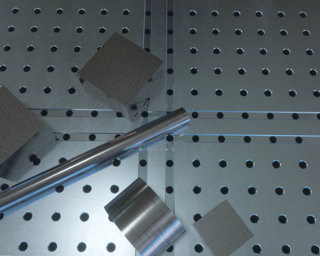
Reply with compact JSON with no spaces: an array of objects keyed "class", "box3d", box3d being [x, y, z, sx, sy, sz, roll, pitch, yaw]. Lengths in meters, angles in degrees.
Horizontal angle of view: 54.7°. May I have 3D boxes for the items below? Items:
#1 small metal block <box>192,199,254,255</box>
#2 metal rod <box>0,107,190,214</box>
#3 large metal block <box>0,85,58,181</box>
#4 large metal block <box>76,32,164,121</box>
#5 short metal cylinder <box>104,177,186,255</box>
[{"class":"small metal block","box3d":[0.073,0.122,0.368,0.050,0.025,0.050,-33,74,-12]},{"class":"metal rod","box3d":[-0.100,0.047,0.393,0.302,0.025,0.025,-25,72,-9]},{"class":"large metal block","box3d":[-0.195,0.007,0.394,0.080,0.050,0.080,41,75,13]},{"class":"large metal block","box3d":[-0.051,-0.070,0.423,0.080,0.050,0.080,34,73,11]},{"class":"short metal cylinder","box3d":[-0.017,0.102,0.345,0.050,0.080,0.080,-40,75,-13]}]
